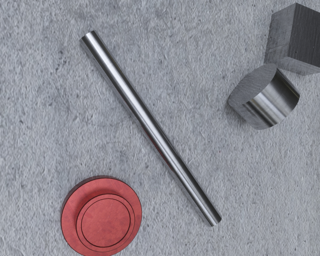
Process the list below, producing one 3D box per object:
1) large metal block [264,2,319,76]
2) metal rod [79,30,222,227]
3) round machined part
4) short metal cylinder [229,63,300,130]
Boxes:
[{"bbox_3d":[0.215,-0.132,0.475,0.081,0.050,0.080,12,86,-20],"label":"large metal block"},{"bbox_3d":[-0.006,0.009,0.406,0.025,0.025,0.299,-38,102,-16],"label":"metal rod"},{"bbox_3d":[-0.069,0.109,0.375,0.099,0.042,0.097,0,90,-20],"label":"round machined part"},{"bbox_3d":[0.144,-0.044,0.433,0.050,0.080,0.080,42,77,-15],"label":"short metal cylinder"}]
